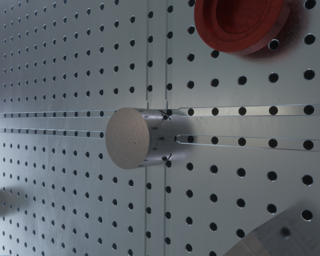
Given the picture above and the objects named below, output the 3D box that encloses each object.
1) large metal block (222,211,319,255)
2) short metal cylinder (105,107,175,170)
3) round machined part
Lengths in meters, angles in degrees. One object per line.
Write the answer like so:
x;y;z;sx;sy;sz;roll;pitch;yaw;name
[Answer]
0.094;0.132;0.296;0.050;0.081;0.080;51;120;27;large metal block
-0.028;0.013;0.416;0.080;0.050;0.079;0;90;40;short metal cylinder
0.088;-0.125;0.325;0.098;0.042;0.097;0;90;40;round machined part
